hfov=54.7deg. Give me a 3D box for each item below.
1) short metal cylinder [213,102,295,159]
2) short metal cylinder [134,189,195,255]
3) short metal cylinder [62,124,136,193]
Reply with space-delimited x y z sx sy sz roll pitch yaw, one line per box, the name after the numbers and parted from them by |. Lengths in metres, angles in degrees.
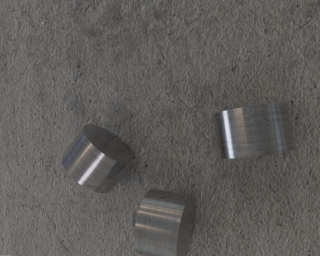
0.103 0.003 0.343 0.080 0.080 0.050 -9 87 20 | short metal cylinder
0.009 0.118 0.377 0.050 0.080 0.079 6 92 20 | short metal cylinder
-0.080 0.039 0.408 0.080 0.080 0.050 41 103 15 | short metal cylinder
